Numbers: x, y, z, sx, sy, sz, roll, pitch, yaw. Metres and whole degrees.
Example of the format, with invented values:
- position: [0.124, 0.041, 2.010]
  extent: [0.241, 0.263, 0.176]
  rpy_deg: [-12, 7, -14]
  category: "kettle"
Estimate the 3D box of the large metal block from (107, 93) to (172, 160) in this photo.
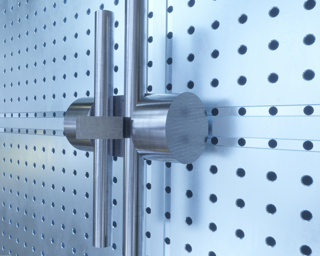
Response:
- position: [-0.028, -0.002, 0.411]
  extent: [0.080, 0.050, 0.079]
  rpy_deg: [1, 91, 40]
  category: "large metal block"

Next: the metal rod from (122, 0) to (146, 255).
- position: [-0.030, 0.000, 0.365]
  extent: [0.025, 0.025, 0.298]
  rpy_deg: [1, 91, 40]
  category: "metal rod"

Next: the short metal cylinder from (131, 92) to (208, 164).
- position: [0.013, 0.000, 0.358]
  extent: [0.050, 0.081, 0.079]
  rpy_deg: [1, 91, 41]
  category: "short metal cylinder"

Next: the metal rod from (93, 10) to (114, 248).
- position: [-0.073, 0.001, 0.400]
  extent: [0.025, 0.025, 0.298]
  rpy_deg: [1, 91, 40]
  category: "metal rod"

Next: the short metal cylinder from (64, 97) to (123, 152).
- position: [-0.088, -0.005, 0.441]
  extent: [0.050, 0.081, 0.079]
  rpy_deg: [2, 91, 40]
  category: "short metal cylinder"

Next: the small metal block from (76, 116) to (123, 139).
- position: [-0.068, -0.001, 0.363]
  extent: [0.050, 0.050, 0.025]
  rpy_deg: [-171, 81, -84]
  category: "small metal block"
